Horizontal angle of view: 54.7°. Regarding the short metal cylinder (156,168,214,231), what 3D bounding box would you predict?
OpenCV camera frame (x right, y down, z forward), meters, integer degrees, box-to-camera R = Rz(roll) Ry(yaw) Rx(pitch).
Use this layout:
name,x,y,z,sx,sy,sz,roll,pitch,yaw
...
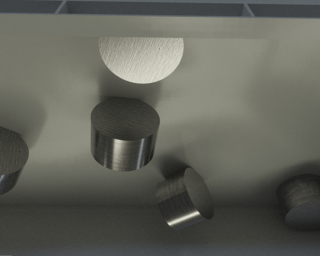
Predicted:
name,x,y,z,sx,sy,sz,roll,pitch,yaw
short metal cylinder,0.038,0.106,0.464,0.050,0.080,0.080,-30,124,22

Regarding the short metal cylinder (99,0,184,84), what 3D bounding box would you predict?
name,x,y,z,sx,sy,sz,roll,pitch,yaw
short metal cylinder,-0.018,-0.092,0.314,0.081,0.050,0.079,0,130,0

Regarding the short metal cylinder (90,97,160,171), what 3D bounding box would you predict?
name,x,y,z,sx,sy,sz,roll,pitch,yaw
short metal cylinder,-0.043,0.006,0.378,0.081,0.080,0.050,6,130,-6

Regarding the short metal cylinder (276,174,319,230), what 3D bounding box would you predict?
name,x,y,z,sx,sy,sz,roll,pitch,yaw
short metal cylinder,0.234,0.119,0.496,0.081,0.050,0.079,0,130,0

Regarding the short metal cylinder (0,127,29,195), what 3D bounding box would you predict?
name,x,y,z,sx,sy,sz,roll,pitch,yaw
short metal cylinder,-0.222,0.043,0.408,0.080,0.080,0.050,24,126,-19
